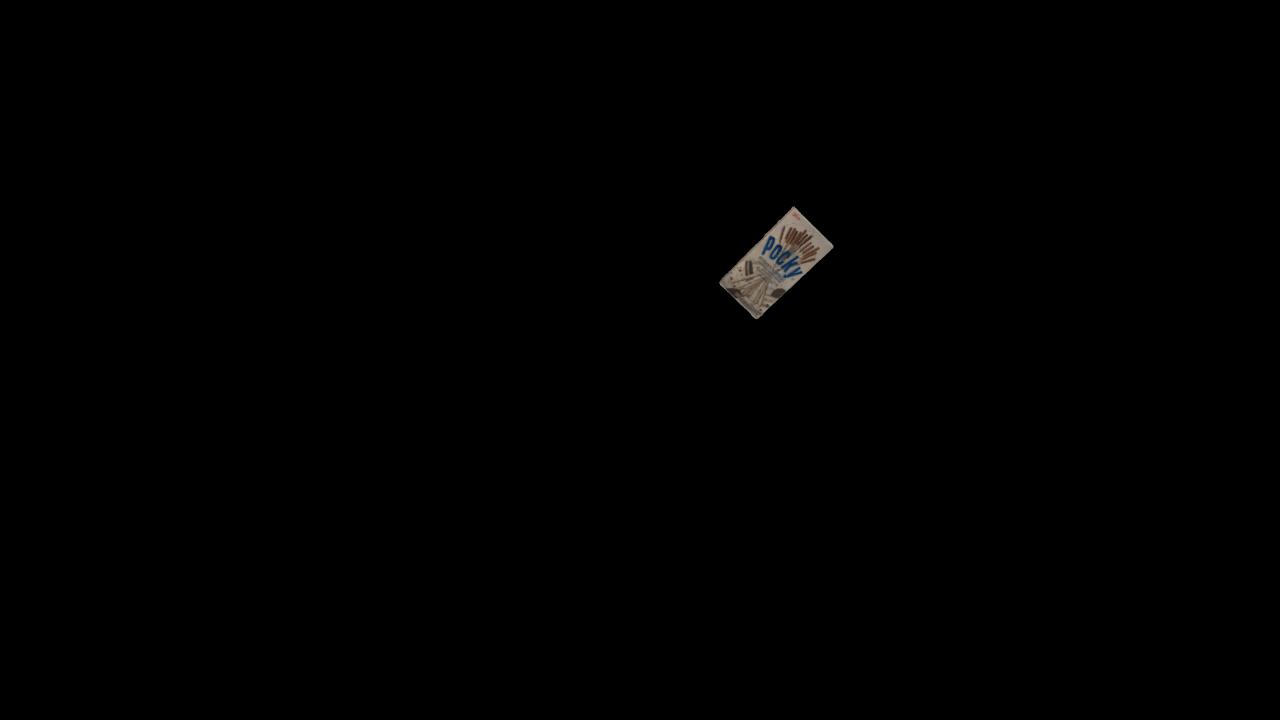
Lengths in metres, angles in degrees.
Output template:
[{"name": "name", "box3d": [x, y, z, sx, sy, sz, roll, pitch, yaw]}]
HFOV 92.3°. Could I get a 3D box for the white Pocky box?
[{"name": "white Pocky box", "box3d": [0.200, -0.141, 0.911, 0.154, 0.084, 0.028, -45, 6, 21]}]
